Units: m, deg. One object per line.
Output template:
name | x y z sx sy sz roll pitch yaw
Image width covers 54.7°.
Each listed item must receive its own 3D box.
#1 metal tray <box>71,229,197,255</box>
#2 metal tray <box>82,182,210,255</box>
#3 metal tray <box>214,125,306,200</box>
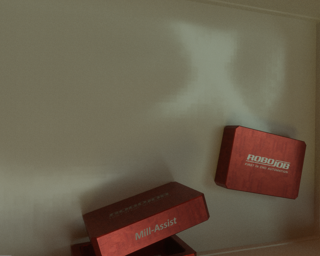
metal tray | -0.033 0.156 0.363 0.131 0.090 0.030 -3 91 -20
metal tray | -0.019 0.106 0.368 0.131 0.090 0.030 -17 96 -19
metal tray | 0.152 0.052 0.464 0.131 0.030 0.090 12 86 -20
